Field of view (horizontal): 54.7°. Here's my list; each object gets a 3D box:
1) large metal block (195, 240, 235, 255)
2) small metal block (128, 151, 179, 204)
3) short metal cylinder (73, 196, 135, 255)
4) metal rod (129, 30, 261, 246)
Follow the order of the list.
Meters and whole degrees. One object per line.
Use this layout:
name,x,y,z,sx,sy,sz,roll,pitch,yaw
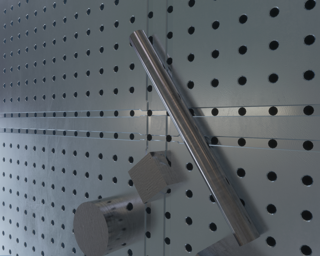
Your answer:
large metal block,0.062,0.188,0.342,0.080,0.050,0.080,44,116,31
small metal block,-0.010,0.066,0.417,0.050,0.025,0.050,-44,64,31
short metal cylinder,-0.084,0.146,0.463,0.080,0.050,0.079,0,90,40
metal rod,0.032,-0.004,0.382,0.025,0.025,0.299,-41,65,32
